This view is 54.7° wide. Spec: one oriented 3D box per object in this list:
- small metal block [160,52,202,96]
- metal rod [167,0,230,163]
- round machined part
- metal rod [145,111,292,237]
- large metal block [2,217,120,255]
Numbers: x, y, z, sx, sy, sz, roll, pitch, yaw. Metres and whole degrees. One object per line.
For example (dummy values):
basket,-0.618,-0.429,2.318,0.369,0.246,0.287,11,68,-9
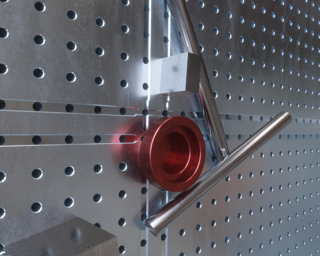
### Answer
small metal block,0.027,-0.071,0.418,0.025,0.050,0.050,7,86,-40
metal rod,0.060,-0.073,0.461,0.025,0.025,0.298,-32,110,-36
round machined part,0.012,0.033,0.411,0.099,0.042,0.097,0,90,-40
metal rod,0.102,0.057,0.467,0.302,0.025,0.025,-33,111,-26
large metal block,-0.093,0.133,0.297,0.081,0.080,0.050,-14,99,-39
